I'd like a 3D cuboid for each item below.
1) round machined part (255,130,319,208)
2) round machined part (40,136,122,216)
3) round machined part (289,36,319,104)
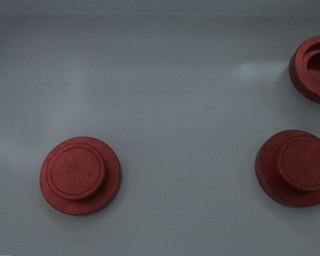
[{"bbox_3d":[0.173,0.048,0.384,0.099,0.042,0.098,0,70,0],"label":"round machined part"},{"bbox_3d":[-0.098,0.056,0.379,0.099,0.042,0.098,0,70,0],"label":"round machined part"},{"bbox_3d":[0.228,-0.075,0.429,0.099,0.042,0.098,0,70,0],"label":"round machined part"}]
